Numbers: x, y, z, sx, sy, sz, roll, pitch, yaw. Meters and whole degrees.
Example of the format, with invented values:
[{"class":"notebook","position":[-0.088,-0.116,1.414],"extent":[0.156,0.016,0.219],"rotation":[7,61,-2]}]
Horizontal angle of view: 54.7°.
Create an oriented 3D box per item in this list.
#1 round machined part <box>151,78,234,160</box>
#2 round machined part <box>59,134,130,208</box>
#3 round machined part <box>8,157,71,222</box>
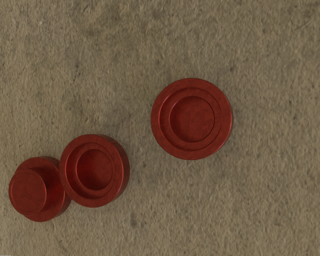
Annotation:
[{"class":"round machined part","position":[0.042,-0.011,0.385],"extent":[0.098,0.042,0.097],"rotation":[0,90,19]},{"class":"round machined part","position":[-0.086,0.057,0.429],"extent":[0.098,0.042,0.097],"rotation":[0,90,19]},{"class":"round machined part","position":[-0.184,0.093,0.463],"extent":[0.098,0.042,0.097],"rotation":[0,90,19]}]
